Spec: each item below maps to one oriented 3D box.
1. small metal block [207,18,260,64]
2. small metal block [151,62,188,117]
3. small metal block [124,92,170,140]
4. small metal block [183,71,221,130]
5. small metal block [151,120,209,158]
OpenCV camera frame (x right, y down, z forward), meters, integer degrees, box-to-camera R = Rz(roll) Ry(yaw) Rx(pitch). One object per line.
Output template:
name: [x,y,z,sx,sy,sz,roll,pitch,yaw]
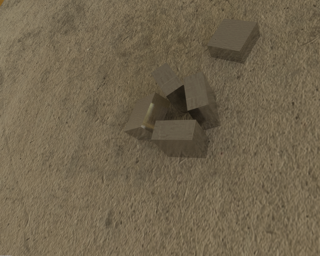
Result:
small metal block: [0.101,-0.120,0.425,0.050,0.025,0.050,22,73,36]
small metal block: [0.018,-0.050,0.409,0.025,0.050,0.050,-35,51,5]
small metal block: [-0.017,-0.014,0.408,0.050,0.025,0.050,-14,50,58]
small metal block: [0.052,-0.032,0.380,0.025,0.050,0.050,-17,55,19]
small metal block: [0.025,0.014,0.366,0.050,0.050,0.025,-1,62,28]
